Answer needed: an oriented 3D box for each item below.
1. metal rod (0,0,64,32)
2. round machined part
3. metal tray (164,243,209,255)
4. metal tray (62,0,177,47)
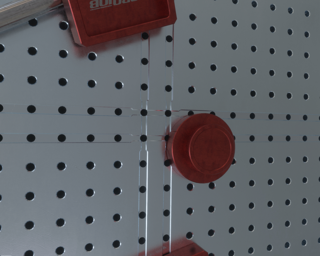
[{"bbox_3d":[-0.096,-0.170,0.377,0.302,0.025,0.025,-30,100,-18],"label":"metal rod"},{"bbox_3d":[0.062,0.028,0.427,0.099,0.042,0.097,0,90,-20],"label":"round machined part"},{"bbox_3d":[0.009,0.223,0.413,0.131,0.030,0.089,-15,95,-20],"label":"metal tray"},{"bbox_3d":[-0.048,-0.158,0.373,0.131,0.030,0.089,-22,116,-22],"label":"metal tray"}]
